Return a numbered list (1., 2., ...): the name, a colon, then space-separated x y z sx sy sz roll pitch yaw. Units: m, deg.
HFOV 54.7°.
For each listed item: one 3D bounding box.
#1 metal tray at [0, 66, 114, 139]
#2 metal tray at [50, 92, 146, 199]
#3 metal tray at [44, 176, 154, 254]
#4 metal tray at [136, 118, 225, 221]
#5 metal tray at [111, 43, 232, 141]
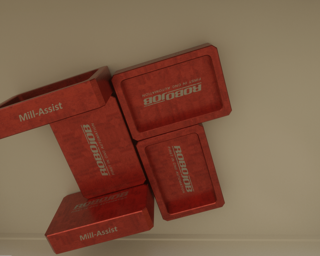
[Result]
1. metal tray: -0.123 -0.032 0.359 0.131 0.090 0.030 -17 109 5
2. metal tray: -0.080 0.024 0.413 0.090 0.030 0.129 -16 110 5
3. metal tray: -0.074 0.111 0.413 0.131 0.090 0.030 -16 110 5
4. metal tray: 0.030 0.059 0.429 0.090 0.030 0.129 -16 110 5
5. metal tray: 0.015 -0.044 0.391 0.131 0.030 0.089 -16 110 5
